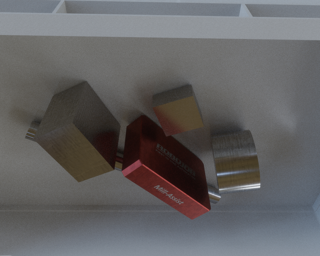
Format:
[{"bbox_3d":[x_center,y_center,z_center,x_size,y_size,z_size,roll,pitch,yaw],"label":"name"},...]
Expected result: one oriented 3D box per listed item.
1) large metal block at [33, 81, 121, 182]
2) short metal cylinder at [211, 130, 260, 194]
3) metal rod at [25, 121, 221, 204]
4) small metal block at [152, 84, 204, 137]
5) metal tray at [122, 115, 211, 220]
[{"bbox_3d":[-0.093,0.004,0.373,0.050,0.080,0.080,-21,127,16],"label":"large metal block"},{"bbox_3d":[0.098,0.045,0.411,0.050,0.080,0.080,-8,130,8],"label":"short metal cylinder"},{"bbox_3d":[-0.040,0.056,0.455,0.302,0.025,0.025,22,126,-19],"label":"metal rod"},{"bbox_3d":[0.023,-0.021,0.388,0.050,0.025,0.050,-16,129,12],"label":"small metal block"},{"bbox_3d":[0.011,0.052,0.408,0.030,0.090,0.130,-36,122,26],"label":"metal tray"}]
